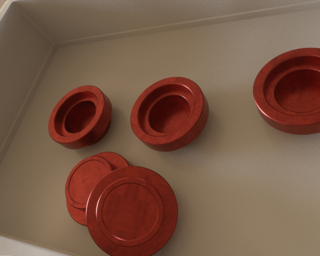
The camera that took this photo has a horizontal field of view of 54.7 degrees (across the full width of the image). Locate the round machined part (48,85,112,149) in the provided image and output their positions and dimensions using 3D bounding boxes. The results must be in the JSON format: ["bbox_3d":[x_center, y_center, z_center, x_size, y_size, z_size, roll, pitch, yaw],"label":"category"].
[{"bbox_3d":[-0.113,-0.012,0.462,0.098,0.042,0.098,-13,56,21],"label":"round machined part"}]

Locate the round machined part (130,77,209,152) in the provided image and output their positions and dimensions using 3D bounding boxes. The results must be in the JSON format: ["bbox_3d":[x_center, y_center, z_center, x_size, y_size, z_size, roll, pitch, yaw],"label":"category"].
[{"bbox_3d":[0.015,-0.014,0.395,0.098,0.042,0.098,-13,56,21],"label":"round machined part"}]

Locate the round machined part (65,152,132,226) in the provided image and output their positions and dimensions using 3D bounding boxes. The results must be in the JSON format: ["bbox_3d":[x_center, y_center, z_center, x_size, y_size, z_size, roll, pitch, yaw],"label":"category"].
[{"bbox_3d":[-0.079,0.074,0.391,0.098,0.042,0.098,-13,56,21],"label":"round machined part"}]

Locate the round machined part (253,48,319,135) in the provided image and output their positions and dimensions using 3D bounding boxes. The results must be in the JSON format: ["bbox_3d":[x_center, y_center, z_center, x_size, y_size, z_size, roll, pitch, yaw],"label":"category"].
[{"bbox_3d":[0.155,-0.035,0.335,0.098,0.042,0.098,-13,56,21],"label":"round machined part"}]

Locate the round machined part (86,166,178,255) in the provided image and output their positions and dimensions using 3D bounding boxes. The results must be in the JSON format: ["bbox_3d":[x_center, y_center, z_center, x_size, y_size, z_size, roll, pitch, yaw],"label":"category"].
[{"bbox_3d":[-0.030,0.089,0.330,0.099,0.042,0.098,0,74,0],"label":"round machined part"}]
